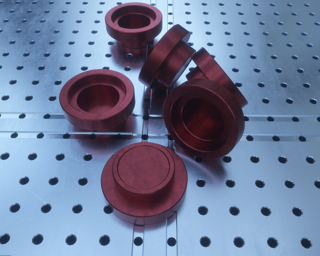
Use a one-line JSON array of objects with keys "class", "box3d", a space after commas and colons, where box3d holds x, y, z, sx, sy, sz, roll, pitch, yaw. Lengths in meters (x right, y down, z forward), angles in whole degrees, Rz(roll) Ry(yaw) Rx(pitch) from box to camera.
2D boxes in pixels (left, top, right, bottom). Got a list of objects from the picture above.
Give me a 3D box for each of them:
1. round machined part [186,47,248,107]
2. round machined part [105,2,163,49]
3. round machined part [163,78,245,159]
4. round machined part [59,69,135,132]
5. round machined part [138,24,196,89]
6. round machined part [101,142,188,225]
[{"class": "round machined part", "box3d": [0.072, -0.058, 0.422, 0.042, 0.098, 0.098, -39, 53, 13]}, {"class": "round machined part", "box3d": [-0.045, -0.177, 0.546, 0.099, 0.042, 0.098, 0, 50, 0]}, {"class": "round machined part", "box3d": [0.056, -0.014, 0.375, 0.098, 0.097, 0.042, 28, 43, 22]}, {"class": "round machined part", "box3d": [-0.083, -0.034, 0.425, 0.099, 0.042, 0.098, 0, 50, 0]}, {"class": "round machined part", "box3d": [0.015, -0.095, 0.445, 0.042, 0.098, 0.098, 37, 57, 3]}, {"class": "round machined part", "box3d": [-0.018, 0.054, 0.351, 0.099, 0.042, 0.098, 0, 50, 0]}]
